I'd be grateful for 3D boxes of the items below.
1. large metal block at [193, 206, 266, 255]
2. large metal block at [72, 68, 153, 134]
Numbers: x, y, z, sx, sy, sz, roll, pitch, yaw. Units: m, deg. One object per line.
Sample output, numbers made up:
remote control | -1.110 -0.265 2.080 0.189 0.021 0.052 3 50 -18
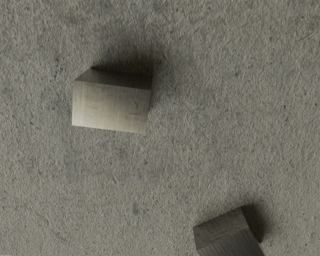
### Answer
large metal block | 0.106 0.178 0.463 0.080 0.050 0.080 -27 108 9
large metal block | -0.052 -0.035 0.367 0.081 0.080 0.050 7 110 -3
